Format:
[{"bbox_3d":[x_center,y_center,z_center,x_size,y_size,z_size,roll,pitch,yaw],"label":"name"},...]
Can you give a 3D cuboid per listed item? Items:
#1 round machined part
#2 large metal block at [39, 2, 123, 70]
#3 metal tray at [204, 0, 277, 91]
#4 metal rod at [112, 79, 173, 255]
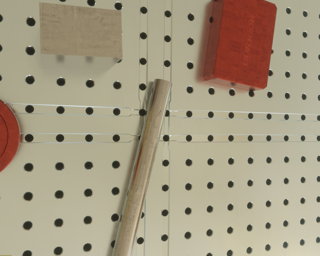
[{"bbox_3d":[-0.202,0.008,0.329,0.099,0.042,0.097,0,90,-20],"label":"round machined part"},{"bbox_3d":[-0.092,-0.098,0.350,0.081,0.080,0.050,-2,91,-20],"label":"large metal block"},{"bbox_3d":[0.119,-0.127,0.455,0.091,0.030,0.129,9,87,-20],"label":"metal tray"},{"bbox_3d":[-0.030,0.083,0.402,0.025,0.025,0.298,15,85,-20],"label":"metal rod"}]
